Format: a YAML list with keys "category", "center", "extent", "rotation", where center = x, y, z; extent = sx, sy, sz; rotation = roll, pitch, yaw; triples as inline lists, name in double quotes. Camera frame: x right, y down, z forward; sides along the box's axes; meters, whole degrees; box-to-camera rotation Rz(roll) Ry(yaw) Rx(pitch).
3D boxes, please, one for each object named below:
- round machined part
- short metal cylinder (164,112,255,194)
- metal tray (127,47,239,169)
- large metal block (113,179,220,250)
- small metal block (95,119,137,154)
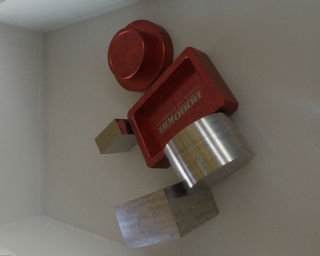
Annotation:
- category: "round machined part"
  center: [-0.033, -0.098, 0.421]
  extent: [0.098, 0.042, 0.097]
  rotation: [0, 90, 39]
- category: "short metal cylinder"
  center: [0.051, 0.028, 0.327]
  extent: [0.080, 0.081, 0.050]
  rotation: [-44, 64, 31]
- category: "metal tray"
  center: [0.020, -0.021, 0.376]
  extent: [0.129, 0.030, 0.090]
  rotation: [-44, 55, 30]
- category: "large metal block"
  center: [0.008, 0.096, 0.360]
  extent: [0.080, 0.081, 0.050]
  rotation: [-28, 77, 36]
- category: "small metal block"
  center: [-0.054, 0.012, 0.433]
  extent: [0.050, 0.050, 0.025]
  rotation: [-41, 66, 32]
